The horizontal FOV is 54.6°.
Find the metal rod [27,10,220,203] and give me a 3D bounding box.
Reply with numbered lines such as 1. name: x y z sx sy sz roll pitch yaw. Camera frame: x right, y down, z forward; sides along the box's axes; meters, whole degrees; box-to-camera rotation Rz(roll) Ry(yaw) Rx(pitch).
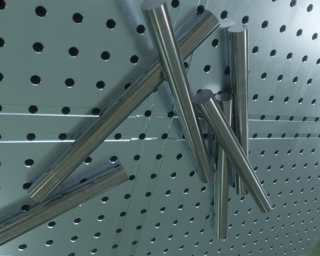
1. metal rod: -0.045 -0.024 0.371 0.300 0.025 0.025 -45 129 3

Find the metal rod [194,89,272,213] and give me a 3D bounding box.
1. metal rod: 0.123 0.053 0.476 0.025 0.025 0.300 -39 129 -2

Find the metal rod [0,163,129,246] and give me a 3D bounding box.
1. metal rod: -0.180 0.124 0.388 0.302 0.025 0.025 -26 128 -12

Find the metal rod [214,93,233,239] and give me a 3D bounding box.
1. metal rod: 0.103 0.080 0.515 0.025 0.025 0.298 -19 126 -18

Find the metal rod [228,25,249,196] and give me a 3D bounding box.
1. metal rod: 0.123 -0.006 0.473 0.025 0.025 0.299 -23 127 -14

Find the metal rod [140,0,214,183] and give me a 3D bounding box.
1. metal rod: 0.034 -0.019 0.393 0.025 0.025 0.299 -31 136 -8
